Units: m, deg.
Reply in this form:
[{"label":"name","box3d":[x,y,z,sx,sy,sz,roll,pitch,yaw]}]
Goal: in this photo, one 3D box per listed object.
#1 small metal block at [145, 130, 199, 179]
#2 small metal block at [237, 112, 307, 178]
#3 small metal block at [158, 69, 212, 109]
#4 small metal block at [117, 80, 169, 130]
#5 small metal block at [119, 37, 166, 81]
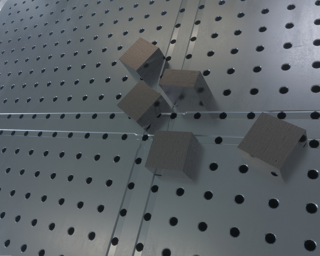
[{"label":"small metal block","box3d":[0.015,0.032,0.382,0.050,0.025,0.050,2,63,29]},{"label":"small metal block","box3d":[0.121,0.017,0.335,0.050,0.025,0.050,30,78,37]},{"label":"small metal block","box3d":[0.034,-0.051,0.406,0.050,0.050,0.025,10,67,32]},{"label":"small metal block","box3d":[-0.025,-0.033,0.443,0.050,0.025,0.050,-47,51,-5]},{"label":"small metal block","box3d":[-0.029,-0.110,0.492,0.050,0.025,0.050,-47,51,-5]}]
